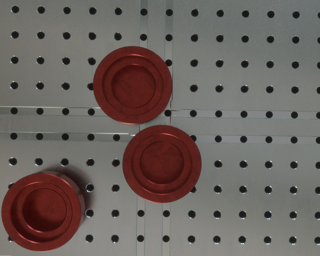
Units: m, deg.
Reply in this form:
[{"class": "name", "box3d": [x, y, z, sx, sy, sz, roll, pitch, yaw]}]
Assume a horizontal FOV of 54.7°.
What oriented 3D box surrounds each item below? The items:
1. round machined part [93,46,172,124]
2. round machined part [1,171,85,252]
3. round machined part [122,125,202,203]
[{"class": "round machined part", "box3d": [-0.034, -0.053, 0.404, 0.099, 0.042, 0.097, 0, 90, -1]}, {"class": "round machined part", "box3d": [-0.147, 0.104, 0.403, 0.099, 0.042, 0.097, 0, 90, -1]}, {"class": "round machined part", "box3d": [0.003, 0.045, 0.405, 0.099, 0.042, 0.097, 0, 90, -1]}]
